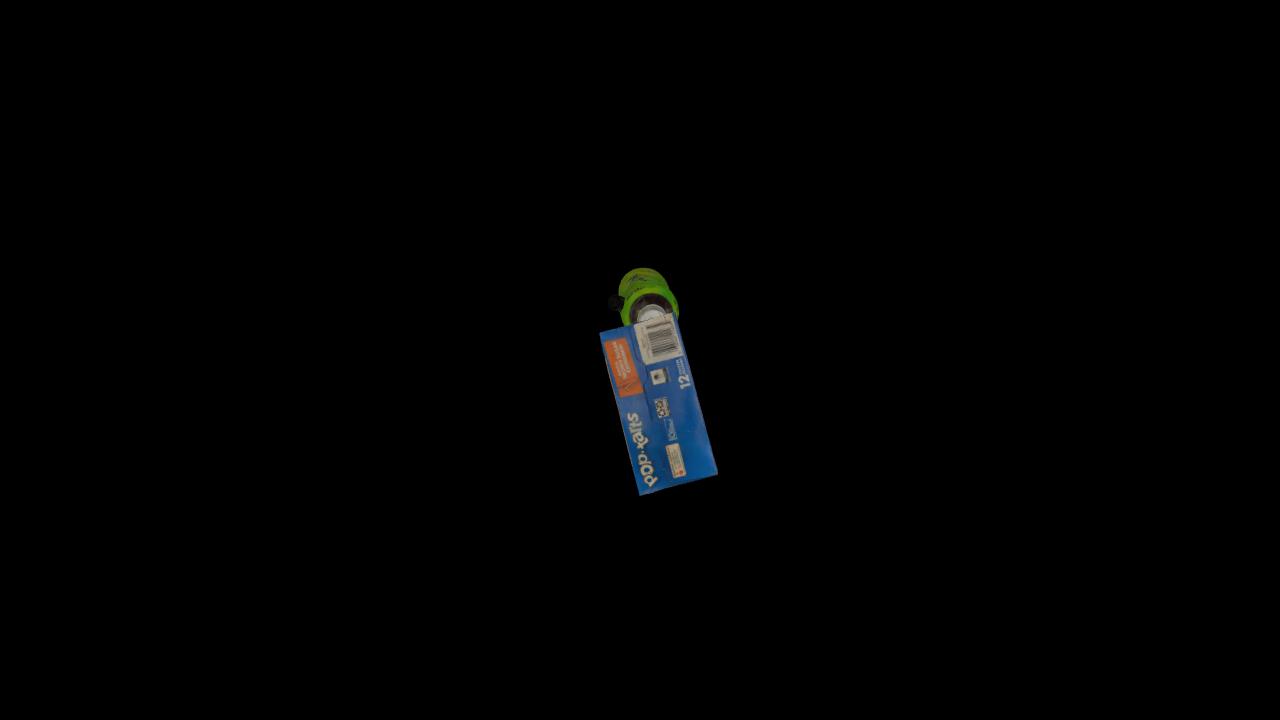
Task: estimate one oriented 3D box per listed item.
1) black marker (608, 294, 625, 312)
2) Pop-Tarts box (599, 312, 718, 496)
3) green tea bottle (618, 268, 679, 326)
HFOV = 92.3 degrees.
[{"bbox_3d":[0.000,-0.061,0.742,0.020,0.020,0.121,0,-5,32],"label":"black marker"},{"bbox_3d":[0.020,0.050,0.665,0.083,0.167,0.141,-14,-7,1],"label":"Pop-Tarts box"},{"bbox_3d":[0.010,-0.067,0.749,0.073,0.073,0.212,0,15,-5],"label":"green tea bottle"}]
